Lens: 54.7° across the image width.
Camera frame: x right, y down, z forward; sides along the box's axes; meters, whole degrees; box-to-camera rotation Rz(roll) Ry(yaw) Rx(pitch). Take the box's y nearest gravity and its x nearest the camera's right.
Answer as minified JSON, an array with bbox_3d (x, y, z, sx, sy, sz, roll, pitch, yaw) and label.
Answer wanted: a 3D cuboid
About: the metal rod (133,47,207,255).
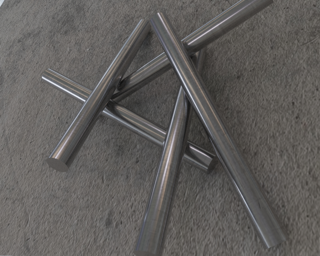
[{"bbox_3d":[0.023,-0.004,0.358,0.025,0.025,0.300,-5,48,26],"label":"metal rod"}]

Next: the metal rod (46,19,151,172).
[{"bbox_3d":[-0.068,-0.067,0.428,0.025,0.025,0.301,-4,43,26],"label":"metal rod"}]

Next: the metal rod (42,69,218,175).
[{"bbox_3d":[-0.058,-0.020,0.418,0.300,0.025,0.025,28,77,28],"label":"metal rod"}]

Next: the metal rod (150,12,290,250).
[{"bbox_3d":[0.053,-0.018,0.346,0.025,0.025,0.299,-28,65,10],"label":"metal rod"}]

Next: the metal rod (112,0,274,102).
[{"bbox_3d":[0.007,-0.090,0.422,0.300,0.025,0.025,-30,51,22],"label":"metal rod"}]
